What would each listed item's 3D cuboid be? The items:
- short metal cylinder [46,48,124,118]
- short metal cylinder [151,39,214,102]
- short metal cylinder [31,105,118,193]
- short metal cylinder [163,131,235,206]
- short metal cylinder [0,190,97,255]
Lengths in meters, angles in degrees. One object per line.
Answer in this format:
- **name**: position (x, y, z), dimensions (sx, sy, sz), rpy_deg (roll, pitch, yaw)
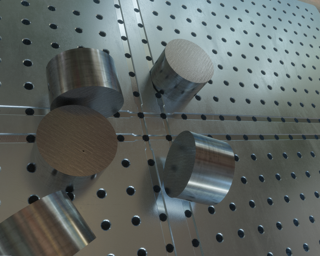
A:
- **short metal cylinder**: position (-0.086, -0.046, 0.356), dimensions (0.081, 0.080, 0.050), rpy_deg (-1, 63, -29)
- **short metal cylinder**: position (0.033, -0.086, 0.464), dimensions (0.081, 0.050, 0.080), rpy_deg (14, 56, -21)
- **short metal cylinder**: position (-0.092, 0.022, 0.330), dimensions (0.081, 0.050, 0.080), rpy_deg (14, 56, -21)
- **short metal cylinder**: position (0.044, 0.048, 0.369), dimensions (0.050, 0.080, 0.080), rpy_deg (17, 55, -19)
- **short metal cylinder**: position (-0.102, 0.097, 0.260), dimensions (0.081, 0.080, 0.050), rpy_deg (-30, 79, -38)
